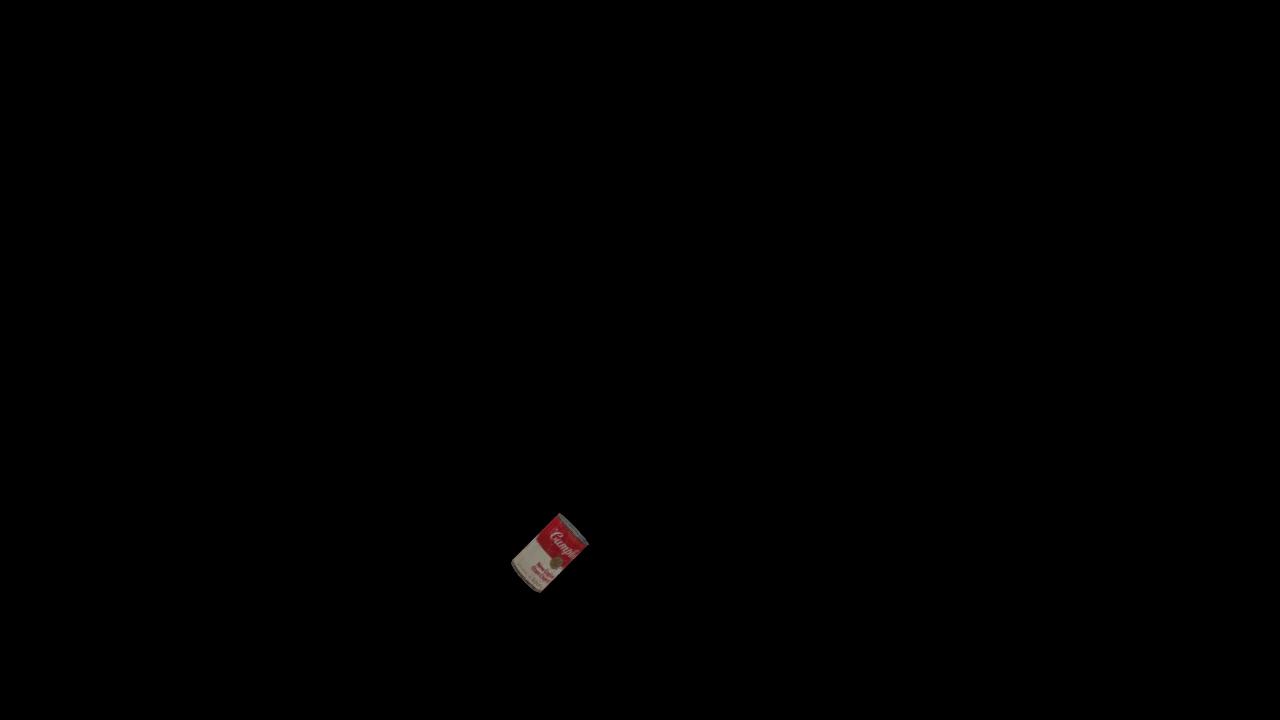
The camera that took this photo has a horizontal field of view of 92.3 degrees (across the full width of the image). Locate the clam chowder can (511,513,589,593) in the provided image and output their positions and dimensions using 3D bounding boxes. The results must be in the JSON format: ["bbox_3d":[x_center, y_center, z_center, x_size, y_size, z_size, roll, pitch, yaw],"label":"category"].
[{"bbox_3d":[-0.139,0.296,0.947,0.102,0.068,0.068,-44,9,-9],"label":"clam chowder can"}]
